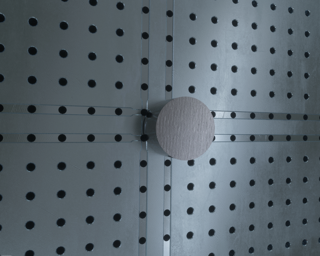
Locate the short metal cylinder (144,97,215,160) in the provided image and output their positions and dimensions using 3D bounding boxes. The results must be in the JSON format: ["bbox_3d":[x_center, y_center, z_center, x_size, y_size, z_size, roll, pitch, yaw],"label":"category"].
[{"bbox_3d":[0.024,0.000,0.408,0.081,0.050,0.079,0,90,-20],"label":"short metal cylinder"}]
